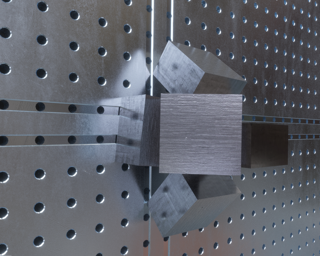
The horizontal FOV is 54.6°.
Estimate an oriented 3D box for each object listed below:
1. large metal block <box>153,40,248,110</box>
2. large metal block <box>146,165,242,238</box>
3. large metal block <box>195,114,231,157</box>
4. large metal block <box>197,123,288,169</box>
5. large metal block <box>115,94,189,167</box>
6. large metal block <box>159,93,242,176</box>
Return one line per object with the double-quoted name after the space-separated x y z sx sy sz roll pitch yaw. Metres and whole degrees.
0.051 -0.066 0.405 0.081 0.080 0.050 3 127 -40 "large metal block"
0.042 0.091 0.401 0.081 0.050 0.080 3 133 -40 "large metal block"
0.061 0.010 0.442 0.081 0.050 0.080 4 88 -40 "large metal block"
0.105 0.020 0.395 0.081 0.080 0.050 2 89 -40 "large metal block"
-0.005 0.006 0.388 0.081 0.050 0.080 9 85 -40 "large metal block"
0.042 0.006 0.332 0.080 0.050 0.080 1 90 5 "large metal block"
